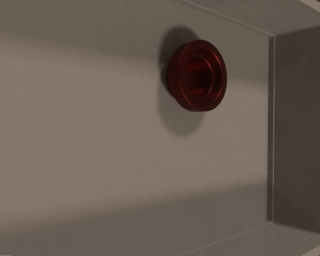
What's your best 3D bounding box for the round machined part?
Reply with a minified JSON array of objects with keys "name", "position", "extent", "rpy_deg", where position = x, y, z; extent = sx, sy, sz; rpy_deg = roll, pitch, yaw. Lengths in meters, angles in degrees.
[{"name":"round machined part","position":[0.048,-0.071,0.438],"extent":[0.099,0.042,0.097],"rpy_deg":[0,90,-40]}]
